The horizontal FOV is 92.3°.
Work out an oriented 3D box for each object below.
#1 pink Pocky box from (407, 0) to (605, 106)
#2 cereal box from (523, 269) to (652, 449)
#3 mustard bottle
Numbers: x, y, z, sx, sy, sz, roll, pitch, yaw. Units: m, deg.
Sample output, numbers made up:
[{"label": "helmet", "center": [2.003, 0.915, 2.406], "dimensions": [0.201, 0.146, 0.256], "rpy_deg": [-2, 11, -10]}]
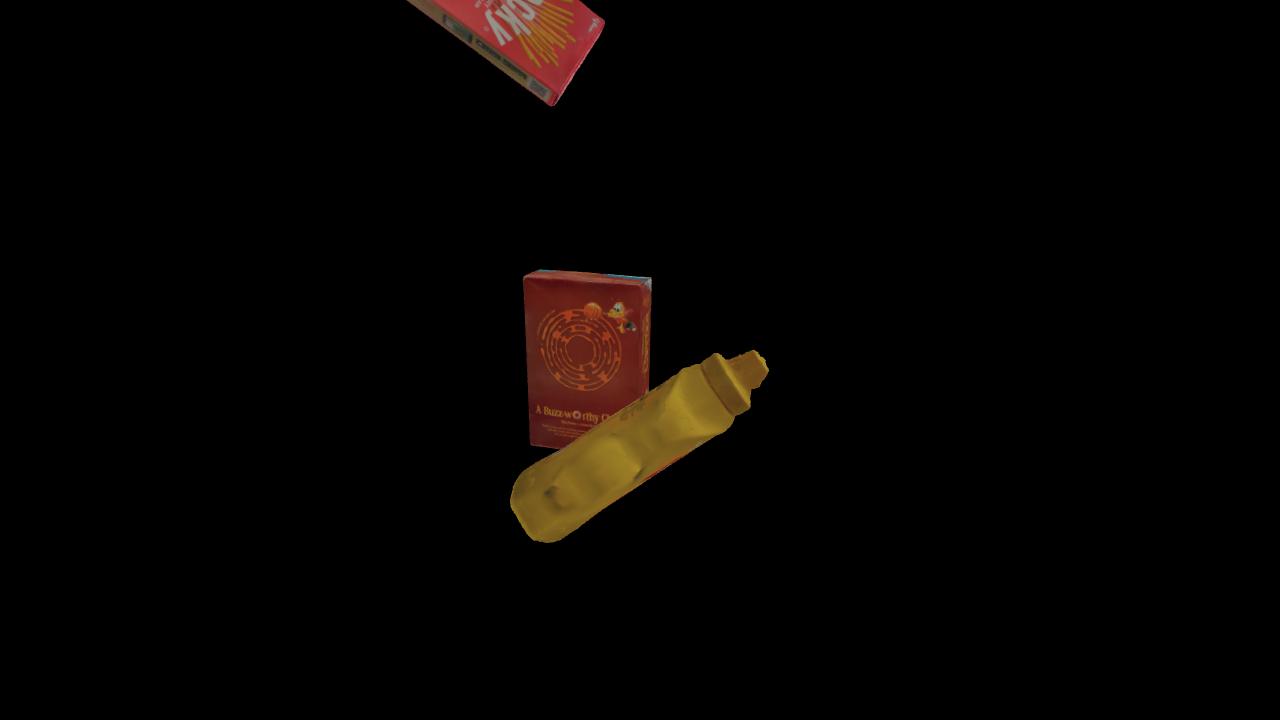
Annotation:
[{"label": "pink Pocky box", "center": [-0.113, -0.288, 0.499], "dimensions": [0.155, 0.084, 0.029], "rpy_deg": [32, -14, -17]}, {"label": "cereal box", "center": [-0.086, 0.006, 1.038], "dimensions": [0.203, 0.306, 0.081], "rpy_deg": [5, 17, 15]}, {"label": "mustard bottle", "center": [0.005, 0.050, 0.410], "dimensions": [0.184, 0.054, 0.092], "rpy_deg": [-35, -10, 10]}]
